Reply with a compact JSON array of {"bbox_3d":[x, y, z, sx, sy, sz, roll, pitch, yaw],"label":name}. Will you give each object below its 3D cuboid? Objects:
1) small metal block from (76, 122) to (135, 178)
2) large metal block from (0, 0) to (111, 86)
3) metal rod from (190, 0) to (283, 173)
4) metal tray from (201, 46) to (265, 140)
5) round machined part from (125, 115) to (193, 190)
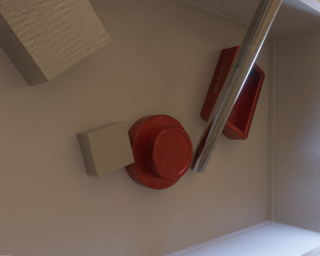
[{"bbox_3d":[-0.062,0.023,0.357,0.050,0.025,0.050,-20,103,-38],"label":"small metal block"},{"bbox_3d":[-0.109,-0.098,0.300,0.080,0.050,0.080,-45,117,-31],"label":"large metal block"},{"bbox_3d":[0.105,-0.073,0.412,0.025,0.025,0.298,6,113,-40],"label":"metal rod"},{"bbox_3d":[0.123,-0.056,0.508,0.090,0.030,0.130,33,70,-36],"label":"metal tray"},{"bbox_3d":[0.005,0.031,0.402,0.099,0.042,0.097,0,90,-40],"label":"round machined part"}]
